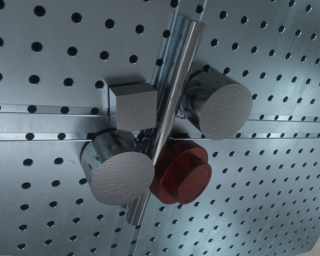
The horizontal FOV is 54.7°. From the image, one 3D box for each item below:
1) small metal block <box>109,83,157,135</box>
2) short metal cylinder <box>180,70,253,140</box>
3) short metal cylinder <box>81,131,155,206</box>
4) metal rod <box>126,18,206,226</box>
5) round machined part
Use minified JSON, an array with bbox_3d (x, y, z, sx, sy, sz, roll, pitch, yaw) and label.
[{"bbox_3d":[-0.032,-0.024,0.374,0.050,0.025,0.050,-11,123,-23],"label":"small metal block"},{"bbox_3d":[0.074,-0.031,0.411,0.081,0.050,0.079,-14,124,-21],"label":"short metal cylinder"},{"bbox_3d":[-0.054,0.050,0.391,0.081,0.050,0.079,-14,124,-21],"label":"short metal cylinder"},{"bbox_3d":[0.001,0.009,0.412,0.025,0.025,0.298,3,117,-30],"label":"metal rod"},{"bbox_3d":[0.036,0.070,0.443,0.099,0.042,0.097,-27,134,-31],"label":"round machined part"}]
